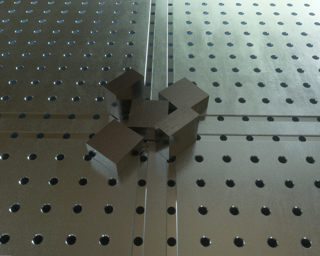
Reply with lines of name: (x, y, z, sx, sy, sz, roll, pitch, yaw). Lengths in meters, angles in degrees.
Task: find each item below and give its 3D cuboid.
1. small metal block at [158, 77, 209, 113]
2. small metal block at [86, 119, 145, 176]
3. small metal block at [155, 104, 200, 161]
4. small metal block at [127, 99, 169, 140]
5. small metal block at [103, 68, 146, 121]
small metal block: (0.033, -0.040, 0.441, 0.050, 0.025, 0.050, -33, 57, -24)
small metal block: (-0.055, 0.023, 0.388, 0.050, 0.025, 0.050, 31, 56, 23)
small metal block: (0.021, 0.006, 0.387, 0.050, 0.050, 0.025, -35, 58, -26)
small metal block: (-0.014, -0.011, 0.417, 0.050, 0.025, 0.050, 2, 49, 3)
small metal block: (-0.047, -0.046, 0.430, 0.025, 0.050, 0.050, 37, 60, 26)
